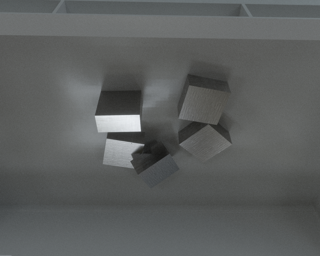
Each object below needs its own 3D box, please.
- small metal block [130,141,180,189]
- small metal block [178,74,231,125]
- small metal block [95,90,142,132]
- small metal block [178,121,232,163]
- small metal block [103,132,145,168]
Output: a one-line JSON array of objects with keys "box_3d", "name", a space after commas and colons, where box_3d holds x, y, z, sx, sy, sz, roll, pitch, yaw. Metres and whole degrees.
[{"box_3d": [-0.006, 0.053, 0.435, 0.050, 0.025, 0.050, -34, 143, -3], "name": "small metal block"}, {"box_3d": [0.053, -0.034, 0.381, 0.050, 0.025, 0.050, 9, 130, -8], "name": "small metal block"}, {"box_3d": [-0.048, -0.021, 0.374, 0.050, 0.050, 0.025, -1, 130, 0], "name": "small metal block"}, {"box_3d": [0.061, 0.014, 0.422, 0.050, 0.025, 0.050, -37, 122, 27], "name": "small metal block"}, {"box_3d": [-0.051, 0.028, 0.433, 0.050, 0.025, 0.050, 9, 130, -9], "name": "small metal block"}]
